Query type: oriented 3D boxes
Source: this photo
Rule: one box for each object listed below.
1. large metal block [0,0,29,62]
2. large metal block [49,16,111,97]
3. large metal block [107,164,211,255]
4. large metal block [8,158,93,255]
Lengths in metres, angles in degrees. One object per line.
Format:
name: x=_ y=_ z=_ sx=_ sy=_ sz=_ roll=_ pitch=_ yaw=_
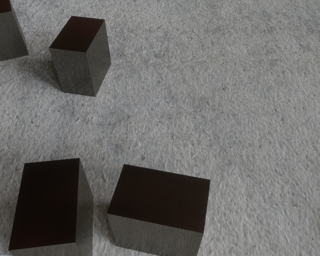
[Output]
large metal block: x=-0.266 y=-0.154 z=0.493 sx=0.081 sy=0.080 sz=0.050 roll=-17 pitch=53 yaw=-15
large metal block: x=-0.112 y=-0.105 z=0.454 sx=0.050 sy=0.080 sz=0.080 roll=9 pitch=51 yaw=7
large metal block: x=0.001 y=0.084 z=0.297 sx=0.080 sy=0.080 sz=0.050 roll=9 pitch=51 yaw=7
large metal block: x=-0.096 y=0.086 z=0.294 sx=0.050 sy=0.080 sz=0.080 roll=-5 pitch=50 yaw=-5
